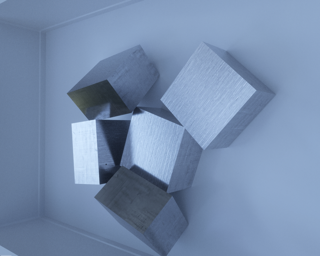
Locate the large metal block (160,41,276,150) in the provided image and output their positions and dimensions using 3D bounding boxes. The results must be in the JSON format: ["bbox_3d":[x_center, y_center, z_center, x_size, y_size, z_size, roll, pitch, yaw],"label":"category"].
[{"bbox_3d":[0.060,-0.033,0.337,0.080,0.050,0.080,51,120,27],"label":"large metal block"}]

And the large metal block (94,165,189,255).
[{"bbox_3d":[-0.020,0.102,0.376,0.080,0.080,0.050,25,63,35],"label":"large metal block"}]

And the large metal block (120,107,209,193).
[{"bbox_3d":[0.004,0.024,0.385,0.080,0.050,0.079,24,105,37],"label":"large metal block"}]

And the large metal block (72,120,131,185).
[{"bbox_3d":[-0.070,0.031,0.425,0.050,0.081,0.080,-7,86,39],"label":"large metal block"}]

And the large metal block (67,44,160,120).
[{"bbox_3d":[-0.060,-0.058,0.409,0.080,0.080,0.050,-10,126,40],"label":"large metal block"}]
